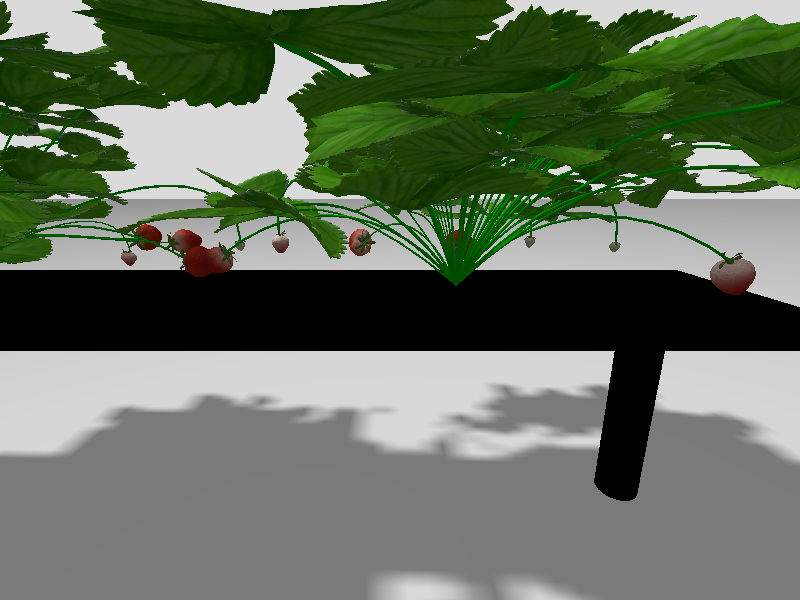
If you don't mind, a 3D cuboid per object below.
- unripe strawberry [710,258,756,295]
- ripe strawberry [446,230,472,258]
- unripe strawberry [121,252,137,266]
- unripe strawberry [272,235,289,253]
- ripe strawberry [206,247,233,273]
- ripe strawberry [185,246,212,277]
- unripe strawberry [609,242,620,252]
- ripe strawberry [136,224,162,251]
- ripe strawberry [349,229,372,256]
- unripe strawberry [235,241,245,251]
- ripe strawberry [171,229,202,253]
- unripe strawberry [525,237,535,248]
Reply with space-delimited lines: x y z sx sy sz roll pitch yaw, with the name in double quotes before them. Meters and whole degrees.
"unripe strawberry" 0.277 -0.018 0.333 0.030 0.031 0.029 -23 12 12
"ripe strawberry" 0.073 -0.069 0.496 0.034 0.036 0.037 2 15 9
"unripe strawberry" -0.301 -0.046 0.446 0.015 0.015 0.016 -14 21 -41
"unripe strawberry" -0.158 -0.074 0.530 0.020 0.024 0.024 13 21 39
"ripe strawberry" -0.181 -0.038 0.397 0.028 0.027 0.030 -32 8 17
"ripe strawberry" -0.192 -0.037 0.392 0.032 0.031 0.029 2 15 -11
"unripe strawberry" 0.244 -0.060 0.456 0.010 0.011 0.011 -8 18 -27
"ripe strawberry" -0.343 -0.086 0.550 0.031 0.036 0.034 4 16 15
"ripe strawberry" -0.052 -0.073 0.507 0.030 0.034 0.032 -10 13 -31
"unripe strawberry" -0.192 -0.065 0.481 0.011 0.011 0.011 -10 19 -31
"ripe strawberry" -0.277 -0.077 0.521 0.036 0.031 0.036 11 19 34
"unripe strawberry" 0.177 -0.079 0.547 0.013 0.014 0.014 10 19 31
